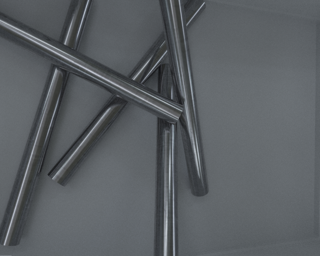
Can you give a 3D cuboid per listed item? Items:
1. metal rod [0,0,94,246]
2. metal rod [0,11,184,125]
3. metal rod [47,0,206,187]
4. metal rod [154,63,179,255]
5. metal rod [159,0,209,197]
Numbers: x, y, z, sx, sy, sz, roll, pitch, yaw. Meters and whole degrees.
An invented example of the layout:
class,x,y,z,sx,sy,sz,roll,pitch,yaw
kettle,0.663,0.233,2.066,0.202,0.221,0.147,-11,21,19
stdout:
class,x,y,z,sx,sy,sz,roll,pitch,yaw
metal rod,-0.132,-0.016,0.361,0.025,0.025,0.299,17,84,-19
metal rod,-0.112,-0.082,0.339,0.301,0.025,0.025,27,81,-7
metal rod,-0.035,-0.056,0.397,0.025,0.025,0.300,40,77,-16
metal rod,0.007,0.055,0.348,0.025,0.025,0.299,12,61,-20
metal rod,0.029,-0.043,0.367,0.025,0.025,0.298,-21,118,-19
